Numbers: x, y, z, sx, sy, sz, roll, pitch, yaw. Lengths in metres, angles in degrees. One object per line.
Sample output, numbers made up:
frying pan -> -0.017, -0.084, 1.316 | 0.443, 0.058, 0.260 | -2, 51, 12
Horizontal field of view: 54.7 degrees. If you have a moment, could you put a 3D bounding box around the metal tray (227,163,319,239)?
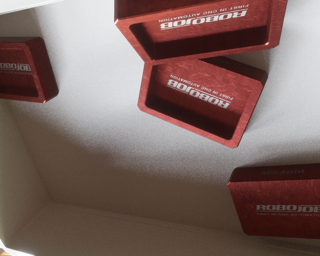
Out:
metal tray -> 0.159, 0.090, 0.377 | 0.130, 0.030, 0.090 | -9, 114, 31

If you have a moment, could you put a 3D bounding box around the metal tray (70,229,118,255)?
metal tray -> -0.134, 0.278, 0.648 | 0.090, 0.030, 0.129 | 15, 124, 19

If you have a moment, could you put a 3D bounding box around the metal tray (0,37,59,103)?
metal tray -> -0.223, -0.088, 0.465 | 0.130, 0.030, 0.089 | 7, 122, 24

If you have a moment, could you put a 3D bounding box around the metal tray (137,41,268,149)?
metal tray -> 0.043, -0.041, 0.356 | 0.130, 0.030, 0.089 | 23, 127, 13

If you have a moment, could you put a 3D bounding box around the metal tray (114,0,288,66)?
metal tray -> 0.037, -0.094, 0.271 | 0.130, 0.090, 0.030 | -5, 77, 14
